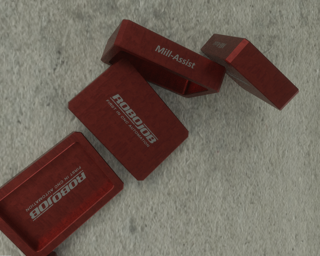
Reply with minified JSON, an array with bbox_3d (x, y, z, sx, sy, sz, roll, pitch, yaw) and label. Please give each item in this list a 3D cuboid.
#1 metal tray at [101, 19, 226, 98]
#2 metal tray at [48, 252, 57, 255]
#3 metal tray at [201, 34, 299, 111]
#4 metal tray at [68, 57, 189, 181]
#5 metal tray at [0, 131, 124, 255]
[{"bbox_3d":[0.001,-0.077,0.375,0.131,0.090,0.030,21,83,-19],"label":"metal tray"},{"bbox_3d":[-0.138,0.223,0.356,0.091,0.030,0.129,-26,99,-19],"label":"metal tray"},{"bbox_3d":[0.107,-0.076,0.393,0.090,0.130,0.030,38,102,-16],"label":"metal tray"},{"bbox_3d":[-0.037,-0.010,0.387,0.090,0.030,0.130,-44,107,-11],"label":"metal tray"},{"bbox_3d":[-0.120,0.076,0.362,0.130,0.030,0.090,-40,103,-16],"label":"metal tray"}]
